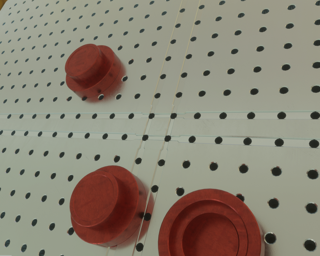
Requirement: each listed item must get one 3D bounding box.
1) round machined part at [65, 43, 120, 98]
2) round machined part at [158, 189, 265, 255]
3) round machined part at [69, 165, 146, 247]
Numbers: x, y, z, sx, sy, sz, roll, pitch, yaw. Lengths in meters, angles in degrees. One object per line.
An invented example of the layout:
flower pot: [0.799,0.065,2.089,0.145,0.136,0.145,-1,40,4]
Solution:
round machined part: [-0.121,-0.104,0.526,0.098,0.042,0.098,-13,56,21]
round machined part: [0.051,0.113,0.302,0.098,0.042,0.098,-13,56,21]
round machined part: [-0.070,0.091,0.379,0.098,0.042,0.098,-13,56,21]
